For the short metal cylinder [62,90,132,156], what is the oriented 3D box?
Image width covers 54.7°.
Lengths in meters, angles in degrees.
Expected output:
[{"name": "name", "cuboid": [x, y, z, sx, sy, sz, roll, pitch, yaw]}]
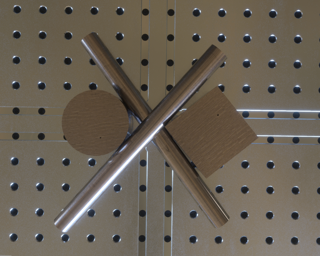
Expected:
[{"name": "short metal cylinder", "cuboid": [-0.078, -0.006, 0.396, 0.081, 0.050, 0.079, 0, 90, 0]}]

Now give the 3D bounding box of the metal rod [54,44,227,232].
[{"name": "metal rod", "cuboid": [-0.029, 0.019, 0.388, 0.025, 0.025, 0.299, 42, 98, 0]}]

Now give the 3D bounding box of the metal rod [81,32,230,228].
[{"name": "metal rod", "cuboid": [-0.006, 0.003, 0.409, 0.025, 0.025, 0.299, -36, 90, 0]}]

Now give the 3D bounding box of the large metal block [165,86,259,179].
[{"name": "large metal block", "cuboid": [0.062, 0.005, 0.397, 0.080, 0.050, 0.080, -38, 90, 0]}]
